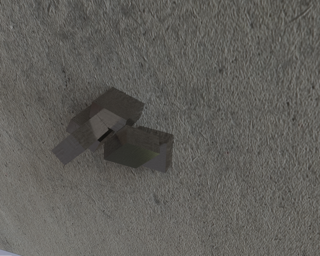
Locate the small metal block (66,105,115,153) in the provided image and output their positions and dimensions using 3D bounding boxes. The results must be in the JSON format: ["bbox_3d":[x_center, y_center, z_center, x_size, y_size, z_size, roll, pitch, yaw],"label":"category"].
[{"bbox_3d":[-0.095,-0.001,0.440,0.050,0.050,0.025,39,129,2],"label":"small metal block"}]

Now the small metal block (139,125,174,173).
[{"bbox_3d":[-0.010,0.029,0.430,0.050,0.025,0.050,15,125,19],"label":"small metal block"}]

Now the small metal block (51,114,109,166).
[{"bbox_3d":[-0.099,0.015,0.387,0.050,0.050,0.025,-33,100,38],"label":"small metal block"}]

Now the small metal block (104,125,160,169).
[{"bbox_3d":[-0.036,0.025,0.393,0.050,0.025,0.050,22,139,-35],"label":"small metal block"}]

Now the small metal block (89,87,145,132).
[{"bbox_3d":[-0.055,-0.024,0.405,0.050,0.050,0.025,28,128,10],"label":"small metal block"}]
